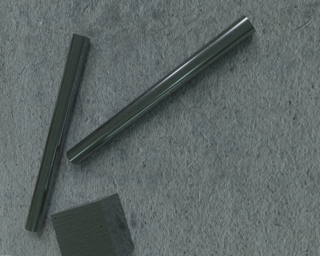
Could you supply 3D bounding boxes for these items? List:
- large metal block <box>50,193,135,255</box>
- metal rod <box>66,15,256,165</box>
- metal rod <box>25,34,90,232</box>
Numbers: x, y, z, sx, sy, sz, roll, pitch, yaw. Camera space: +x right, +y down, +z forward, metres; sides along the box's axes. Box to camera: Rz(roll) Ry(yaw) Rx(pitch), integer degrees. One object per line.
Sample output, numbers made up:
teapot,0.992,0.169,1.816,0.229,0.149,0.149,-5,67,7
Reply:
large metal block,-0.092,0.143,0.427,0.080,0.050,0.080,-20,84,18
metal rod,-0.010,-0.041,0.411,0.300,0.025,0.025,-36,79,16
metal rod,-0.154,0.011,0.461,0.025,0.025,0.298,18,96,19
